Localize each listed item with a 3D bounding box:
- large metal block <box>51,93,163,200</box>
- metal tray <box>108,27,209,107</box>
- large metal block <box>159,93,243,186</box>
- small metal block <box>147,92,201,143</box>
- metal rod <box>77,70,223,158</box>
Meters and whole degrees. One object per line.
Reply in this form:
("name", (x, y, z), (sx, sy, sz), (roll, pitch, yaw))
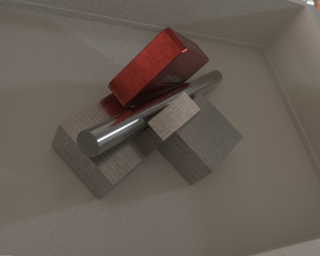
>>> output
("large metal block", (-0.058, 0.018, 0.344), (0.080, 0.050, 0.080), (47, 51, 5))
("metal tray", (0.005, -0.068, 0.373), (0.030, 0.090, 0.131), (52, 19, 7))
("large metal block", (0.048, 0.014, 0.407), (0.080, 0.050, 0.080), (47, 51, 5))
("small metal block", (0.016, -0.009, 0.341), (0.050, 0.050, 0.025), (-40, 83, -2))
("metal rod", (0.014, -0.034, 0.386), (0.025, 0.025, 0.302), (49, 36, 6))
